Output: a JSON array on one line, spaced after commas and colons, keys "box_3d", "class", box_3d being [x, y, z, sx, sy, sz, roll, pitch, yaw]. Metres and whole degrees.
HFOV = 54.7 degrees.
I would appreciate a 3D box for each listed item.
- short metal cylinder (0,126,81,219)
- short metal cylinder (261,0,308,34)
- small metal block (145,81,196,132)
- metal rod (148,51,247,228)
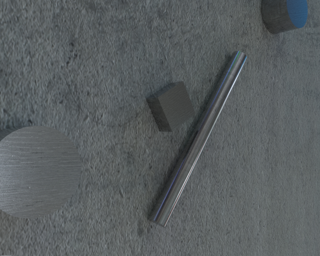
[{"box_3d": [-0.122, 0.038, 0.286, 0.081, 0.050, 0.079, 0, 90, -40], "class": "short metal cylinder"}, {"box_3d": [0.236, -0.224, 0.586, 0.081, 0.050, 0.079, 0, 90, -40], "class": "short metal cylinder"}, {"box_3d": [0.015, -0.029, 0.418, 0.050, 0.025, 0.050, -37, 113, -34], "class": "small metal block"}, {"box_3d": [0.064, 0.002, 0.458, 0.025, 0.025, 0.300, 44, 64, -31], "class": "metal rod"}]
